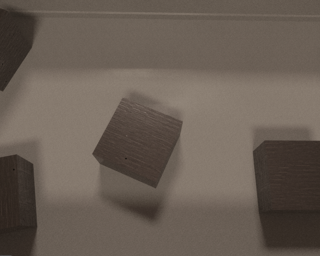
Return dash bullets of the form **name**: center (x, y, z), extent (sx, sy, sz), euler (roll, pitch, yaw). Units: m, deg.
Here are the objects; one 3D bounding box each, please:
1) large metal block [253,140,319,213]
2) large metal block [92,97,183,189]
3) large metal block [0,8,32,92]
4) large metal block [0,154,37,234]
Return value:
- **large metal block**: center (0.164, 0.061, 0.376), extent (0.081, 0.050, 0.080), euler (0, 70, 0)
- **large metal block**: center (-0.025, 0.019, 0.389), extent (0.080, 0.050, 0.080), euler (23, 71, 7)
- **large metal block**: center (-0.231, -0.108, 0.417), extent (0.050, 0.080, 0.080), euler (21, 71, 7)
- **large metal block**: center (-0.197, 0.083, 0.364), extent (0.081, 0.050, 0.080), euler (-11, 71, -4)
